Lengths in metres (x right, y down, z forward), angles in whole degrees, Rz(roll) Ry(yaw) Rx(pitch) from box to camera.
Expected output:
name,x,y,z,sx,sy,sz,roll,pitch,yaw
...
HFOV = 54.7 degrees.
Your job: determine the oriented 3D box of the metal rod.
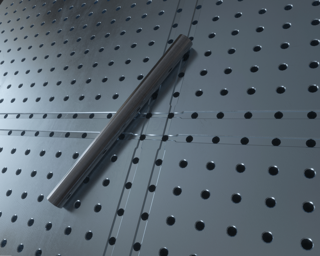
name,x,y,z,sx,sy,sz,roll,pitch,yaw
metal rod,-0.052,-0.016,0.443,0.025,0.025,0.300,31,78,37
